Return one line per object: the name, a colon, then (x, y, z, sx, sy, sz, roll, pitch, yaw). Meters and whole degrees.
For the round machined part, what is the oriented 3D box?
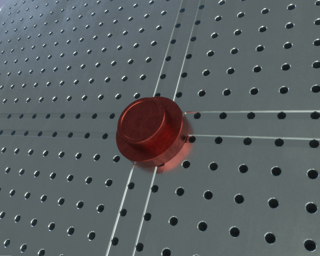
round machined part: (-0.017, -0.001, 0.408, 0.098, 0.042, 0.098, -13, 56, 21)
